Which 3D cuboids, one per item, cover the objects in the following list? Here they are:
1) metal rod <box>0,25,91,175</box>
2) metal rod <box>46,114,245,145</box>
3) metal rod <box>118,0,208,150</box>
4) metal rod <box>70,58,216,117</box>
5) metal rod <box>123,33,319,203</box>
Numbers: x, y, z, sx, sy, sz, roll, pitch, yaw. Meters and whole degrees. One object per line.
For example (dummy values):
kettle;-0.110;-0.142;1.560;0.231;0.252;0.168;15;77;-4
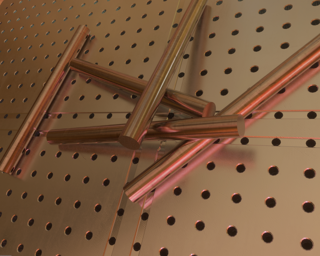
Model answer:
metal rod;-0.197;-0.060;0.545;0.025;0.025;0.300;8;66;31
metal rod;-0.041;0.006;0.404;0.300;0.025;0.025;-4;60;33
metal rod;0.017;-0.097;0.417;0.025;0.025;0.300;2;50;29
metal rod;-0.047;-0.065;0.456;0.300;0.025;0.025;25;75;41
metal rod;0.081;-0.012;0.371;0.300;0.025;0.025;-38;51;2
